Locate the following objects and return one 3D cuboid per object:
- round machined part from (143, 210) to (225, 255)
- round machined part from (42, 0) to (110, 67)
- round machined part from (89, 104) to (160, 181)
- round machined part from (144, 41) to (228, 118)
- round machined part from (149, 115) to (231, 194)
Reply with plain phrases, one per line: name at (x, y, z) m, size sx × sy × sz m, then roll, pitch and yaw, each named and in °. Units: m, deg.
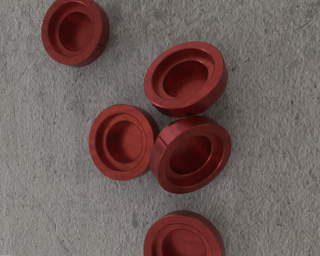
round machined part at (0.033, 0.152, 0.388) m, size 0.098 × 0.042 × 0.097 m, roll 0°, pitch 90°, yaw 20°
round machined part at (-0.114, -0.135, 0.440) m, size 0.098 × 0.042 × 0.097 m, roll 0°, pitch 90°, yaw 20°
round machined part at (-0.042, 0.019, 0.412) m, size 0.098 × 0.042 × 0.097 m, roll 0°, pitch 89°, yaw 25°
round machined part at (0.033, -0.054, 0.374) m, size 0.098 × 0.042 × 0.098 m, roll -12°, pitch 56°, yaw 19°
round machined part at (0.032, 0.027, 0.369) m, size 0.098 × 0.098 × 0.042 m, roll -55°, pitch 39°, yaw 12°
